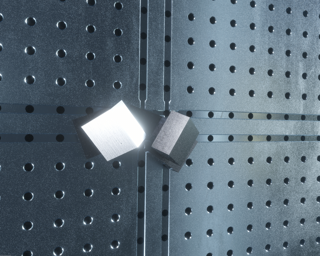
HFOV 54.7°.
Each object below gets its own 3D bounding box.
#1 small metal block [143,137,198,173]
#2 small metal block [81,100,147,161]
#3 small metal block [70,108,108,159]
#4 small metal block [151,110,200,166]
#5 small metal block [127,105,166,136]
[{"bbox_3d":[0.015,0.024,0.419,0.050,0.025,0.050,37,78,-17],"label":"small metal block"},{"bbox_3d":[-0.052,0.004,0.351,0.050,0.050,0.025,55,35,-12],"label":"small metal block"},{"bbox_3d":[-0.077,0.006,0.385,0.050,0.025,0.050,-21,97,-19],"label":"small metal block"},{"bbox_3d":[0.020,0.014,0.380,0.050,0.025,0.050,-60,152,-11],"label":"small metal block"},{"bbox_3d":[-0.024,-0.008,0.391,0.050,0.050,0.025,20,84,-19],"label":"small metal block"}]
